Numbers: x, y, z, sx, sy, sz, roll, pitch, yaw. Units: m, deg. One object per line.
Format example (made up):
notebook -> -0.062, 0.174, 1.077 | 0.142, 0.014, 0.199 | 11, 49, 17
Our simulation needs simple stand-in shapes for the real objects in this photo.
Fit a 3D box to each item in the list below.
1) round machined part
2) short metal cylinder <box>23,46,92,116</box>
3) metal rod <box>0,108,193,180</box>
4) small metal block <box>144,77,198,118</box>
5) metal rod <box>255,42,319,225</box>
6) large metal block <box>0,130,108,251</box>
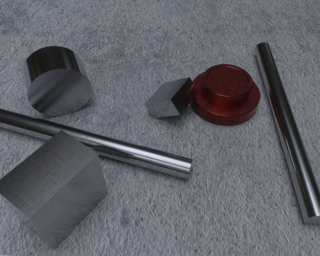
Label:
round machined part -> 0.092, -0.054, 0.438 | 0.099, 0.042, 0.098 | 0, 50, 0
short metal cylinder -> -0.138, -0.062, 0.418 | 0.081, 0.080, 0.050 | -17, 52, -14
metal rod -> -0.108, 0.012, 0.391 | 0.301, 0.025, 0.025 | 14, 51, 11
small metal block -> 0.015, -0.041, 0.422 | 0.050, 0.025, 0.050 | -4, 38, 46
metal rod -> 0.167, -0.018, 0.420 | 0.025, 0.025, 0.300 | 1, 50, 1
large metal block -> -0.103, 0.063, 0.313 | 0.050, 0.080, 0.080 | 30, 56, 22
